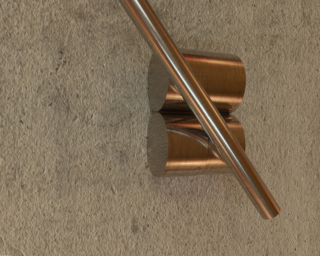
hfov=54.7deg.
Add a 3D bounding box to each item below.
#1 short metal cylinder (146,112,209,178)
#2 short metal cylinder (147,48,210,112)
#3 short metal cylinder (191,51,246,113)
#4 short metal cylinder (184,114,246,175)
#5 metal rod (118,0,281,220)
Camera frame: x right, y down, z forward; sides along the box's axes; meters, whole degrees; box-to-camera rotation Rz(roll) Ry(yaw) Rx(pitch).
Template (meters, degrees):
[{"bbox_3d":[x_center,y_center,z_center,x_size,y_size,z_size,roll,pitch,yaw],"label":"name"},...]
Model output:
[{"bbox_3d":[0.019,0.021,0.388,0.050,0.080,0.079,1,90,-20],"label":"short metal cylinder"},{"bbox_3d":[0.020,-0.060,0.389,0.050,0.080,0.079,1,90,-20],"label":"short metal cylinder"},{"bbox_3d":[0.067,-0.059,0.406,0.050,0.080,0.079,1,90,-20],"label":"short metal cylinder"},{"bbox_3d":[0.067,0.021,0.406,0.050,0.080,0.079,1,90,-20],"label":"short metal cylinder"},{"bbox_3d":[0.050,-0.018,0.344,0.025,0.025,0.299,-38,103,-16],"label":"metal rod"}]
